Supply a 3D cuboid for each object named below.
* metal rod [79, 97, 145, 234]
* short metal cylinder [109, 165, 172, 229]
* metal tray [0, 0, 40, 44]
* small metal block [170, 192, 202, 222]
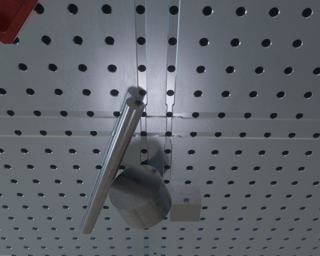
[{"bbox_3d":[-0.082,0.076,0.475,0.025,0.025,0.298,16,128,-13],"label":"metal rod"},{"bbox_3d":[-0.028,0.101,0.462,0.080,0.080,0.050,-14,129,12],"label":"short metal cylinder"},{"bbox_3d":[-0.174,-0.150,0.278,0.130,0.030,0.090,33,122,-25],"label":"metal tray"},{"bbox_3d":[0.042,0.134,0.527,0.050,0.025,0.050,0,130,0],"label":"small metal block"}]
